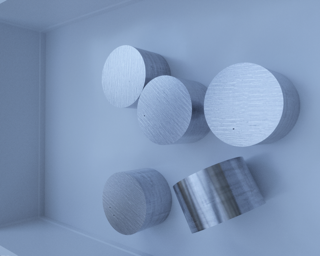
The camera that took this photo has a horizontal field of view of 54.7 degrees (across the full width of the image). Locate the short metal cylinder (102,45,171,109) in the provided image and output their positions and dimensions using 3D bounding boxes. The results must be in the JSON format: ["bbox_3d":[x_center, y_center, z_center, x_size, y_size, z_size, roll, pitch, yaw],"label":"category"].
[{"bbox_3d":[-0.032,-0.066,0.415,0.080,0.050,0.079,0,90,39],"label":"short metal cylinder"}]

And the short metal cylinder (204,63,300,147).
[{"bbox_3d":[0.092,-0.022,0.313,0.080,0.050,0.079,0,90,39],"label":"short metal cylinder"}]

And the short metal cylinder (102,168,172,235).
[{"bbox_3d":[-0.031,0.096,0.414,0.080,0.050,0.079,0,90,39],"label":"short metal cylinder"}]

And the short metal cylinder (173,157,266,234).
[{"bbox_3d":[0.060,0.069,0.320,0.080,0.081,0.050,-35,69,34],"label":"short metal cylinder"}]

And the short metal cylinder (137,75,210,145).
[{"bbox_3d":[0.019,-0.020,0.373,0.080,0.050,0.079,0,90,39],"label":"short metal cylinder"}]
